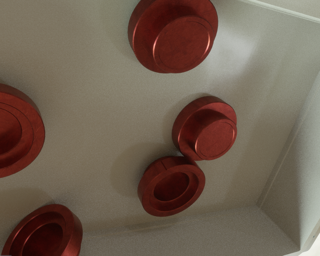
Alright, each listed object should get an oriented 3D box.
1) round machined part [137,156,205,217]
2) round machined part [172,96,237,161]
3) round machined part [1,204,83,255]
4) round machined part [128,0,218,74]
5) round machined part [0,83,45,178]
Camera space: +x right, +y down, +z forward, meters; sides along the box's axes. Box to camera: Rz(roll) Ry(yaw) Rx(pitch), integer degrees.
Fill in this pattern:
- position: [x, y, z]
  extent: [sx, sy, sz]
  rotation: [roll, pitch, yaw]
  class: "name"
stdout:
- position: [0.013, 0.080, 0.453]
  extent: [0.099, 0.042, 0.097]
  rotation: [-13, 127, -18]
  class: "round machined part"
- position: [0.070, 0.007, 0.443]
  extent: [0.099, 0.042, 0.097]
  rotation: [-14, 125, -21]
  class: "round machined part"
- position: [-0.137, 0.146, 0.378]
  extent: [0.098, 0.098, 0.042]
  rotation: [-33, 129, -7]
  class: "round machined part"
- position: [0.018, -0.098, 0.333]
  extent: [0.099, 0.042, 0.097]
  rotation: [-15, 140, -13]
  class: "round machined part"
- position: [-0.168, -0.001, 0.306]
  extent: [0.099, 0.042, 0.097]
  rotation: [-14, 125, -21]
  class: "round machined part"
